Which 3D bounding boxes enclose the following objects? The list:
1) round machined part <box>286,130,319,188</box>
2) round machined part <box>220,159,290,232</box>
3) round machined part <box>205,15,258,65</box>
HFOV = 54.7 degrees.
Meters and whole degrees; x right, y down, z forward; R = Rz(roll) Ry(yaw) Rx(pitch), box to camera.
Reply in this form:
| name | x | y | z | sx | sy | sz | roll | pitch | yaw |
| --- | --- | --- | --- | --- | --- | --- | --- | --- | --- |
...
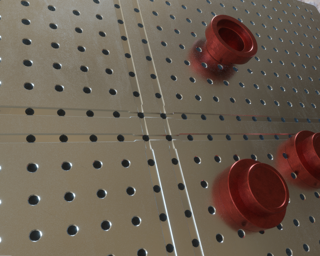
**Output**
| name | x | y | z | sx | sy | sz | roll | pitch | yaw |
| --- | --- | --- | --- | --- | --- | --- | --- | --- | --- |
| round machined part | 0.263 | 0.046 | 0.514 | 0.099 | 0.042 | 0.098 | 14 | 56 | -21 |
| round machined part | 0.134 | 0.086 | 0.419 | 0.099 | 0.042 | 0.098 | 14 | 56 | -21 |
| round machined part | 0.123 | -0.153 | 0.560 | 0.099 | 0.042 | 0.098 | 14 | 56 | -21 |
